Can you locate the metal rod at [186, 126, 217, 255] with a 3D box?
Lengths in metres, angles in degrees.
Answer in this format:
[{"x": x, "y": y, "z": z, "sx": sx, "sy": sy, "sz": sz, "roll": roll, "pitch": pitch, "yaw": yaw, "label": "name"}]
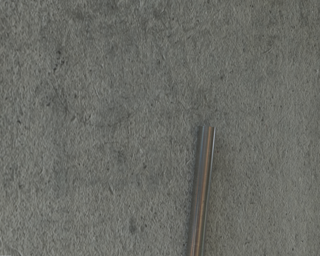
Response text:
[{"x": 0.052, "y": 0.147, "z": 0.429, "sx": 0.025, "sy": 0.025, "sz": 0.298, "roll": 7, "pitch": 88, "yaw": -20, "label": "metal rod"}]
